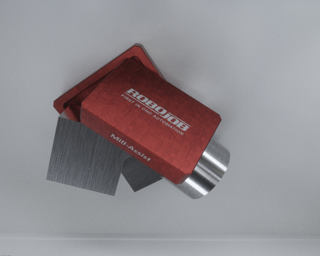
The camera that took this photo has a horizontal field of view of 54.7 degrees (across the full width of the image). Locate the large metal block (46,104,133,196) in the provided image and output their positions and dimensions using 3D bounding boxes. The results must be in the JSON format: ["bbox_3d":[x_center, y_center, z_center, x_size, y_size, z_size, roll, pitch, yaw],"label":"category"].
[{"bbox_3d":[-0.081,0.025,0.370,0.080,0.050,0.079,15,109,-6],"label":"large metal block"}]

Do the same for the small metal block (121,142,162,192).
[{"bbox_3d":[-0.025,0.053,0.429,0.050,0.025,0.050,-27,108,9],"label":"small metal block"}]

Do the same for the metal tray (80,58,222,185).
[{"bbox_3d":[-0.008,-0.011,0.340,0.130,0.090,0.030,33,145,3],"label":"metal tray"}]

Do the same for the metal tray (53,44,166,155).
[{"bbox_3d":[-0.054,-0.034,0.393,0.130,0.030,0.090,-32,107,10],"label":"metal tray"}]

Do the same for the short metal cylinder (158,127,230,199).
[{"bbox_3d":[0.043,0.043,0.398,0.050,0.080,0.080,38,106,-13],"label":"short metal cylinder"}]
